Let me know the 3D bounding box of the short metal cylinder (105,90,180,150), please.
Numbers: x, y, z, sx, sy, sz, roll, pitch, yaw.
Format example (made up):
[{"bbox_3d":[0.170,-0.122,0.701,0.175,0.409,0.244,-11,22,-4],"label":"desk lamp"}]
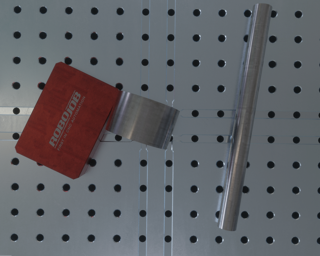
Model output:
[{"bbox_3d":[-0.021,-0.010,0.386,0.080,0.080,0.050,19,90,0],"label":"short metal cylinder"}]

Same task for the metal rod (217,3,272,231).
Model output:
[{"bbox_3d":[0.113,-0.014,0.413,0.025,0.025,0.298,9,90,0],"label":"metal rod"}]

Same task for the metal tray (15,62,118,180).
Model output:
[{"bbox_3d":[-0.119,-0.010,0.410,0.090,0.030,0.130,26,90,0],"label":"metal tray"}]
